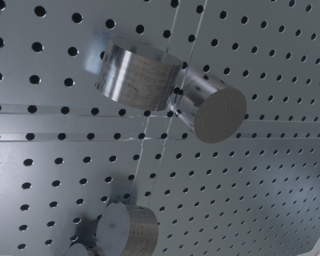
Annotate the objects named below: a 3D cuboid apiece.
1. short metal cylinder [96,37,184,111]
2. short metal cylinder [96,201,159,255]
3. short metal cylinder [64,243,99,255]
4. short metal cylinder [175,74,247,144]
[{"bbox_3d":[-0.022,-0.058,0.328,0.081,0.080,0.050,6,115,-31],"label":"short metal cylinder"},{"bbox_3d":[-0.048,0.149,0.442,0.050,0.080,0.080,24,106,-37],"label":"short metal cylinder"},{"bbox_3d":[-0.105,0.213,0.450,0.050,0.080,0.080,27,103,-38],"label":"short metal cylinder"},{"bbox_3d":[0.068,-0.026,0.416,0.081,0.050,0.079,-14,124,-21],"label":"short metal cylinder"}]
